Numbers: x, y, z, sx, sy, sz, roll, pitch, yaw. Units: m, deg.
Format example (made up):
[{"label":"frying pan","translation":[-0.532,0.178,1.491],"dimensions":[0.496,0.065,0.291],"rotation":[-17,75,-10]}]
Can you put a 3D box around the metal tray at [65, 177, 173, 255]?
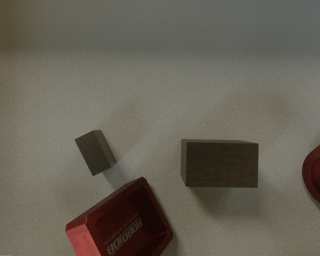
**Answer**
[{"label":"metal tray","translation":[-0.038,0.120,0.357],"dimensions":[0.030,0.131,0.090],"rotation":[-27,89,26]}]

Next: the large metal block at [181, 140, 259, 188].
[{"label":"large metal block","translation":[0.069,0.041,0.385],"dimensions":[0.081,0.080,0.050],"rotation":[1,90,-1]}]

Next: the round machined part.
[{"label":"round machined part","translation":[0.236,0.058,0.388],"dimensions":[0.042,0.098,0.098],"rotation":[-26,91,-36]}]

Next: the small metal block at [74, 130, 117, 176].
[{"label":"small metal block","translation":[-0.081,0.030,0.398],"dimensions":[0.025,0.050,0.050],"rotation":[-27,90,0]}]
